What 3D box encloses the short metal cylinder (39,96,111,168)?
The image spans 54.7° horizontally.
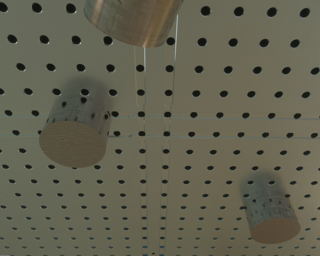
[{"bbox_3d":[-0.107,0.006,0.399,0.081,0.050,0.079,0,130,0],"label":"short metal cylinder"}]

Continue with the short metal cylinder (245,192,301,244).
[{"bbox_3d":[0.191,0.155,0.531,0.081,0.050,0.079,0,130,0],"label":"short metal cylinder"}]

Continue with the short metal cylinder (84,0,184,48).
[{"bbox_3d":[-0.022,-0.116,0.277,0.081,0.080,0.050,17,128,-14],"label":"short metal cylinder"}]
